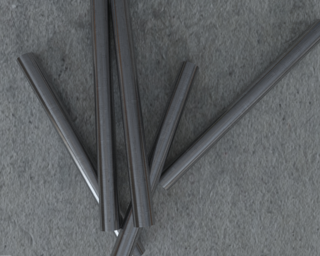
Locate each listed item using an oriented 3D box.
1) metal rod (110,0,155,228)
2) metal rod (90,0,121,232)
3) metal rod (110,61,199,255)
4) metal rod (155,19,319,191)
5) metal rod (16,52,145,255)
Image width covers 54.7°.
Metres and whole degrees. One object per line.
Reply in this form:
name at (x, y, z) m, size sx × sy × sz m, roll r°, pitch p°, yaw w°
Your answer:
metal rod at (-0.036, -0.033, 0.384) m, size 0.025 × 0.025 × 0.298 m, roll -7°, pitch 80°, yaw -1°
metal rod at (-0.070, -0.024, 0.395) m, size 0.025 × 0.025 × 0.298 m, roll -4°, pitch 85°, yaw -1°
metal rod at (-0.011, 0.057, 0.394) m, size 0.025 × 0.025 × 0.299 m, roll 20°, pitch 83°, yaw -1°
metal rod at (0.109, -0.031, 0.411) m, size 0.300 × 0.025 × 0.025 m, roll -44°, pitch 91°, yaw -1°
metal rod at (-0.103, 0.037, 0.408) m, size 0.025 × 0.025 × 0.299 m, roll -29°, pitch 90°, yaw 0°
